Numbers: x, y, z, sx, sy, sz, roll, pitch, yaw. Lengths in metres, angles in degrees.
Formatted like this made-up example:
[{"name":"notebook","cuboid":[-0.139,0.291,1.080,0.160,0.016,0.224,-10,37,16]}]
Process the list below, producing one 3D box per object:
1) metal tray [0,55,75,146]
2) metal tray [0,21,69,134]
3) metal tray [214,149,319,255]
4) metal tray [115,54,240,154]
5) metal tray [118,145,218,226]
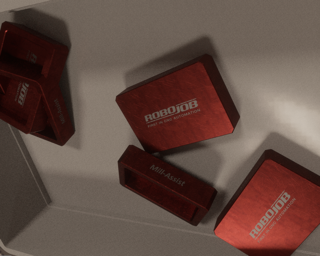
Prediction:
[{"name":"metal tray","cuboid":[-0.185,-0.037,0.457,0.090,0.030,0.129,18,140,17]},{"name":"metal tray","cuboid":[-0.188,-0.068,0.428,0.090,0.030,0.129,27,107,14]},{"name":"metal tray","cuboid":[0.136,0.101,0.378,0.090,0.030,0.129,30,116,8]},{"name":"metal tray","cuboid":[0.019,-0.024,0.380,0.130,0.030,0.090,-17,110,34]},{"name":"metal tray","cuboid":[0.006,0.082,0.430,0.130,0.030,0.090,27,151,10]}]
